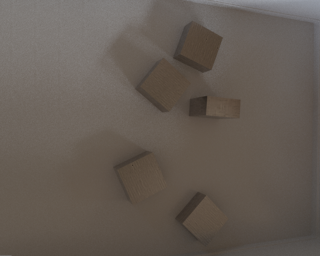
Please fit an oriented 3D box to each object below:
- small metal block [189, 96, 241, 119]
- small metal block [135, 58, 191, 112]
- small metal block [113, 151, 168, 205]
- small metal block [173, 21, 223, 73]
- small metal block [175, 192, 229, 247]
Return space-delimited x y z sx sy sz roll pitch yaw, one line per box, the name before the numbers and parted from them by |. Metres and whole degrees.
small metal block | 0.074 -0.027 0.426 0.050 0.050 0.025 4 89 -20
small metal block | 0.004 -0.056 0.413 0.050 0.025 0.050 40 77 -16
small metal block | -0.026 0.064 0.402 0.050 0.025 0.050 -25 99 -19
small metal block | 0.053 -0.112 0.431 0.050 0.025 0.050 22 83 -19
small metal block | 0.059 0.127 0.434 0.050 0.025 0.050 -46 105 -14
